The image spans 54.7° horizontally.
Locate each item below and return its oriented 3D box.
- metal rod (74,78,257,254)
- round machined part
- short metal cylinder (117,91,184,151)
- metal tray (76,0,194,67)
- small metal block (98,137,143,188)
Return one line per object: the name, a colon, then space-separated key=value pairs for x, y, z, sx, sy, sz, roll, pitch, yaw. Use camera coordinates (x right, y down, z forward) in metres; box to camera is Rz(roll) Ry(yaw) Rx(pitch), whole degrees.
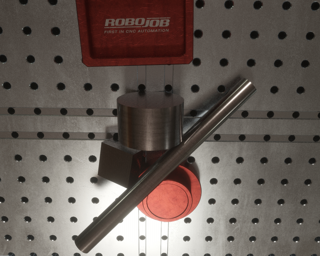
metal rod: x=0.006 y=0.049 z=0.399 sx=0.300 sy=0.025 sz=0.025 roll=-44 pitch=105 yaw=1
round machined part: x=0.010 y=0.093 z=0.439 sx=0.099 sy=0.042 sz=0.097 roll=0 pitch=110 yaw=-1
short metal cylinder: x=-0.012 y=-0.011 z=0.380 sx=0.081 sy=0.080 sz=0.050 roll=0 pitch=110 yaw=-1
metal tray: x=-0.027 y=-0.121 z=0.365 sx=0.131 sy=0.030 sz=0.089 roll=-2 pitch=110 yaw=0
small metal block: x=-0.054 y=0.047 z=0.419 sx=0.050 sy=0.025 sz=0.050 roll=19 pitch=111 yaw=24
